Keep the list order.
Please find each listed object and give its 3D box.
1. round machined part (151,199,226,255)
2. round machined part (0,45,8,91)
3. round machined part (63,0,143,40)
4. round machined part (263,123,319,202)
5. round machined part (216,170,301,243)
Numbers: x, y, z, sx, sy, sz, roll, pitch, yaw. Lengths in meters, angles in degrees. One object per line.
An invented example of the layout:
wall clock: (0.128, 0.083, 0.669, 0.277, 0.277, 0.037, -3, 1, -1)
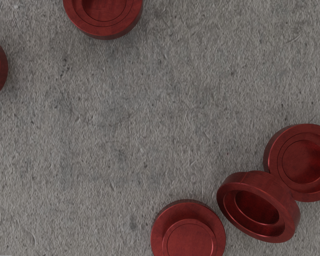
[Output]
round machined part: (0.037, 0.145, 0.402, 0.099, 0.042, 0.097, 0, 90, 0)
round machined part: (-0.245, -0.077, 0.399, 0.099, 0.042, 0.097, 0, 90, 0)
round machined part: (-0.071, -0.162, 0.401, 0.099, 0.042, 0.097, 0, 90, 0)
round machined part: (0.183, 0.043, 0.403, 0.099, 0.042, 0.097, 0, 90, 0)
round machined part: (0.124, 0.091, 0.384, 0.098, 0.098, 0.042, 47, 54, 0)
